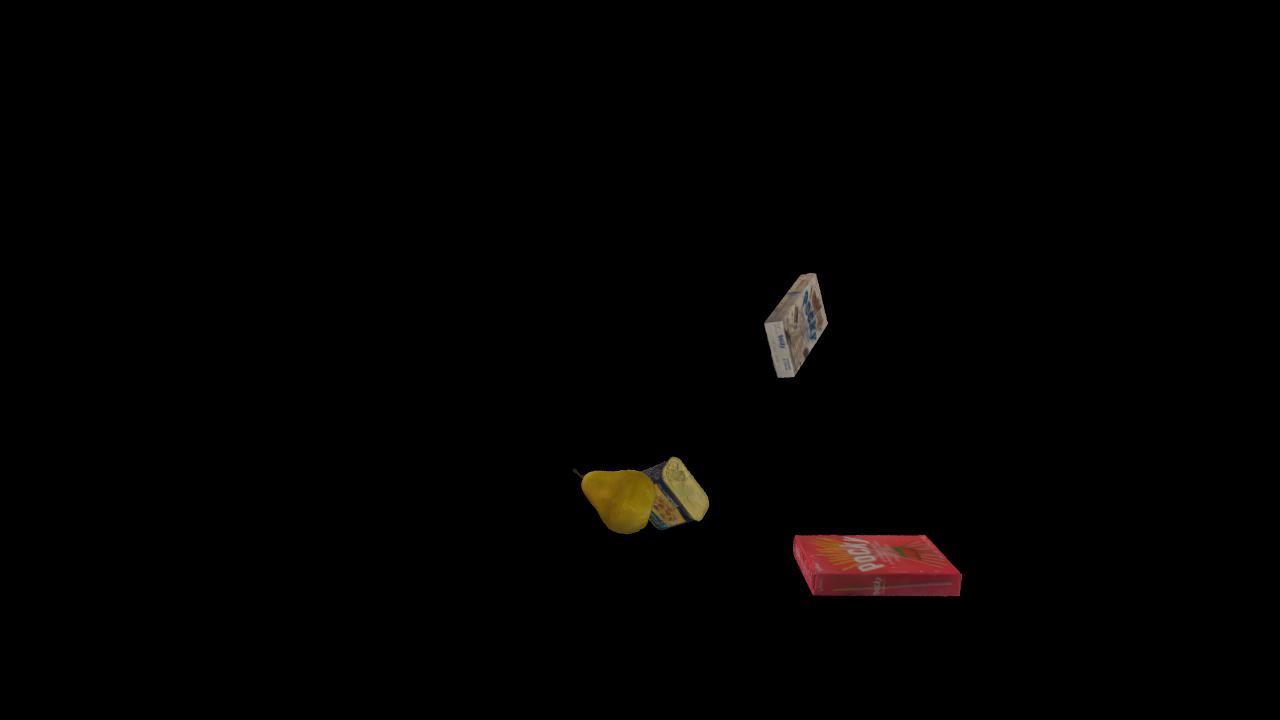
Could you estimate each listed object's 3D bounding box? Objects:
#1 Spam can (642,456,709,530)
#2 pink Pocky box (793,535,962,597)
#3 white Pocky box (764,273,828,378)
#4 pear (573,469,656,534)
[{"bbox_3d":[0.043,0.212,0.963,0.085,0.101,0.058,-31,9,39],"label":"Spam can"},{"bbox_3d":[0.253,0.222,0.668,0.155,0.029,0.084,0,12,0],"label":"pink Pocky box"},{"bbox_3d":[0.212,-0.049,0.827,0.028,0.084,0.154,-3,28,36],"label":"white Pocky box"},{"bbox_3d":[-0.037,0.166,0.761,0.111,0.080,0.080,19,1,3],"label":"pear"}]
